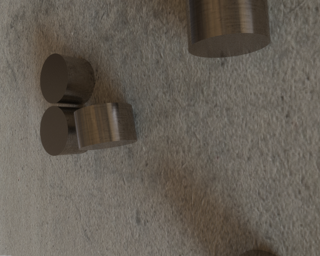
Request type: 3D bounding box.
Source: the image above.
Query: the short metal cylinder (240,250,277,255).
[{"bbox_3d":[0.096,0.170,0.309,0.080,0.050,0.079,0,90,39],"label":"short metal cylinder"}]

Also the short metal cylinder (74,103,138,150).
[{"bbox_3d":[-0.075,-0.001,0.429,0.080,0.081,0.050,-16,80,38],"label":"short metal cylinder"}]

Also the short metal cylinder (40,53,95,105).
[{"bbox_3d":[-0.154,-0.079,0.512,0.080,0.050,0.079,0,90,39],"label":"short metal cylinder"}]

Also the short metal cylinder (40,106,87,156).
[{"bbox_3d":[-0.154,0.004,0.513,0.080,0.050,0.079,0,90,39],"label":"short metal cylinder"}]

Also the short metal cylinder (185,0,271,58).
[{"bbox_3d":[0.067,-0.106,0.312,0.080,0.081,0.050,-5,87,39],"label":"short metal cylinder"}]
